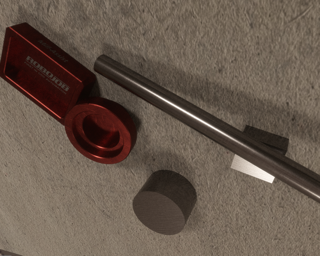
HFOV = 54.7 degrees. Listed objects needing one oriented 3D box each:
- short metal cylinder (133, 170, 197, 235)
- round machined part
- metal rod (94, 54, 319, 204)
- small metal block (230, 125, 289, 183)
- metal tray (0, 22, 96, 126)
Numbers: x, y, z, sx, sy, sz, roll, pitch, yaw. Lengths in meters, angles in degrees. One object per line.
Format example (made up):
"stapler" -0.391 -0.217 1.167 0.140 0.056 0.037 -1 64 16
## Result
"short metal cylinder" 0.007 0.108 0.452 0.080 0.050 0.079 13 124 20
"round machined part" -0.077 -0.001 0.429 0.098 0.042 0.097 10 125 14
"metal rod" 0.047 -0.008 0.352 0.300 0.025 0.025 31 129 17
"small metal block" 0.116 0.030 0.364 0.050 0.025 0.050 20 126 16
"metal tray" -0.163 -0.074 0.440 0.130 0.030 0.089 37 129 2
